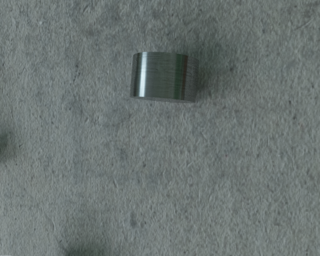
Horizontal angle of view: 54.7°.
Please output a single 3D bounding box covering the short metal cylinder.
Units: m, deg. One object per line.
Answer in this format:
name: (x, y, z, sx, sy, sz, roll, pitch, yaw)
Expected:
short metal cylinder: (0.005, -0.059, 0.377, 0.080, 0.080, 0.050, 6, 92, 19)
